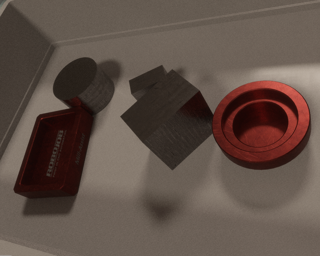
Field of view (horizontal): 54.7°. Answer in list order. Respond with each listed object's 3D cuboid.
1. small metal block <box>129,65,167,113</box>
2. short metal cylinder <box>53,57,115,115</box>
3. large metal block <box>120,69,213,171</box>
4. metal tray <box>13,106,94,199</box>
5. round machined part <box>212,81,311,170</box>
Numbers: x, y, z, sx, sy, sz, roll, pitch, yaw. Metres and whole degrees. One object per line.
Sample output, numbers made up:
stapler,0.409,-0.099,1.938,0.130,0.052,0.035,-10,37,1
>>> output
small metal block,-0.007,-0.052,0.424,0.050,0.050,0.025,-23,54,14
short metal cylinder,-0.120,-0.064,0.490,0.080,0.050,0.080,-13,56,20
large metal block,0.015,-0.007,0.366,0.080,0.080,0.050,-43,51,-1
metal tray,-0.155,0.035,0.459,0.090,0.030,0.130,-8,58,23
round machined part,0.110,0.000,0.337,0.098,0.042,0.098,-13,56,20
